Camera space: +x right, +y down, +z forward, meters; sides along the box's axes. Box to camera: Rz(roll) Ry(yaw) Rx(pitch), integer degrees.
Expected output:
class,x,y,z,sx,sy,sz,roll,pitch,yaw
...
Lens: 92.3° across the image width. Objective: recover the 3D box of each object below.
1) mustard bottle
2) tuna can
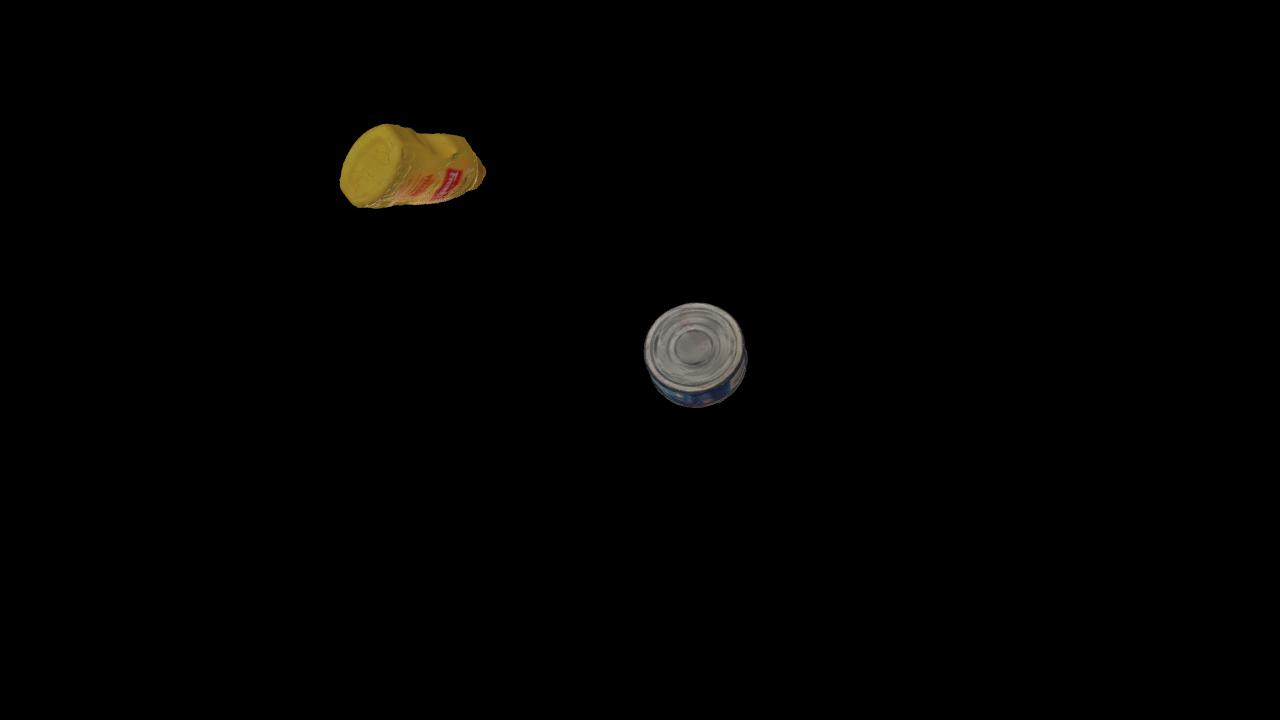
class,x,y,z,sx,sy,sz,roll,pitch,yaw
mustard bottle,-0.224,-0.205,0.660,0.092,0.054,0.184,-45,-4,25
tuna can,0.046,-0.005,0.509,0.084,0.084,0.034,0,-24,12
